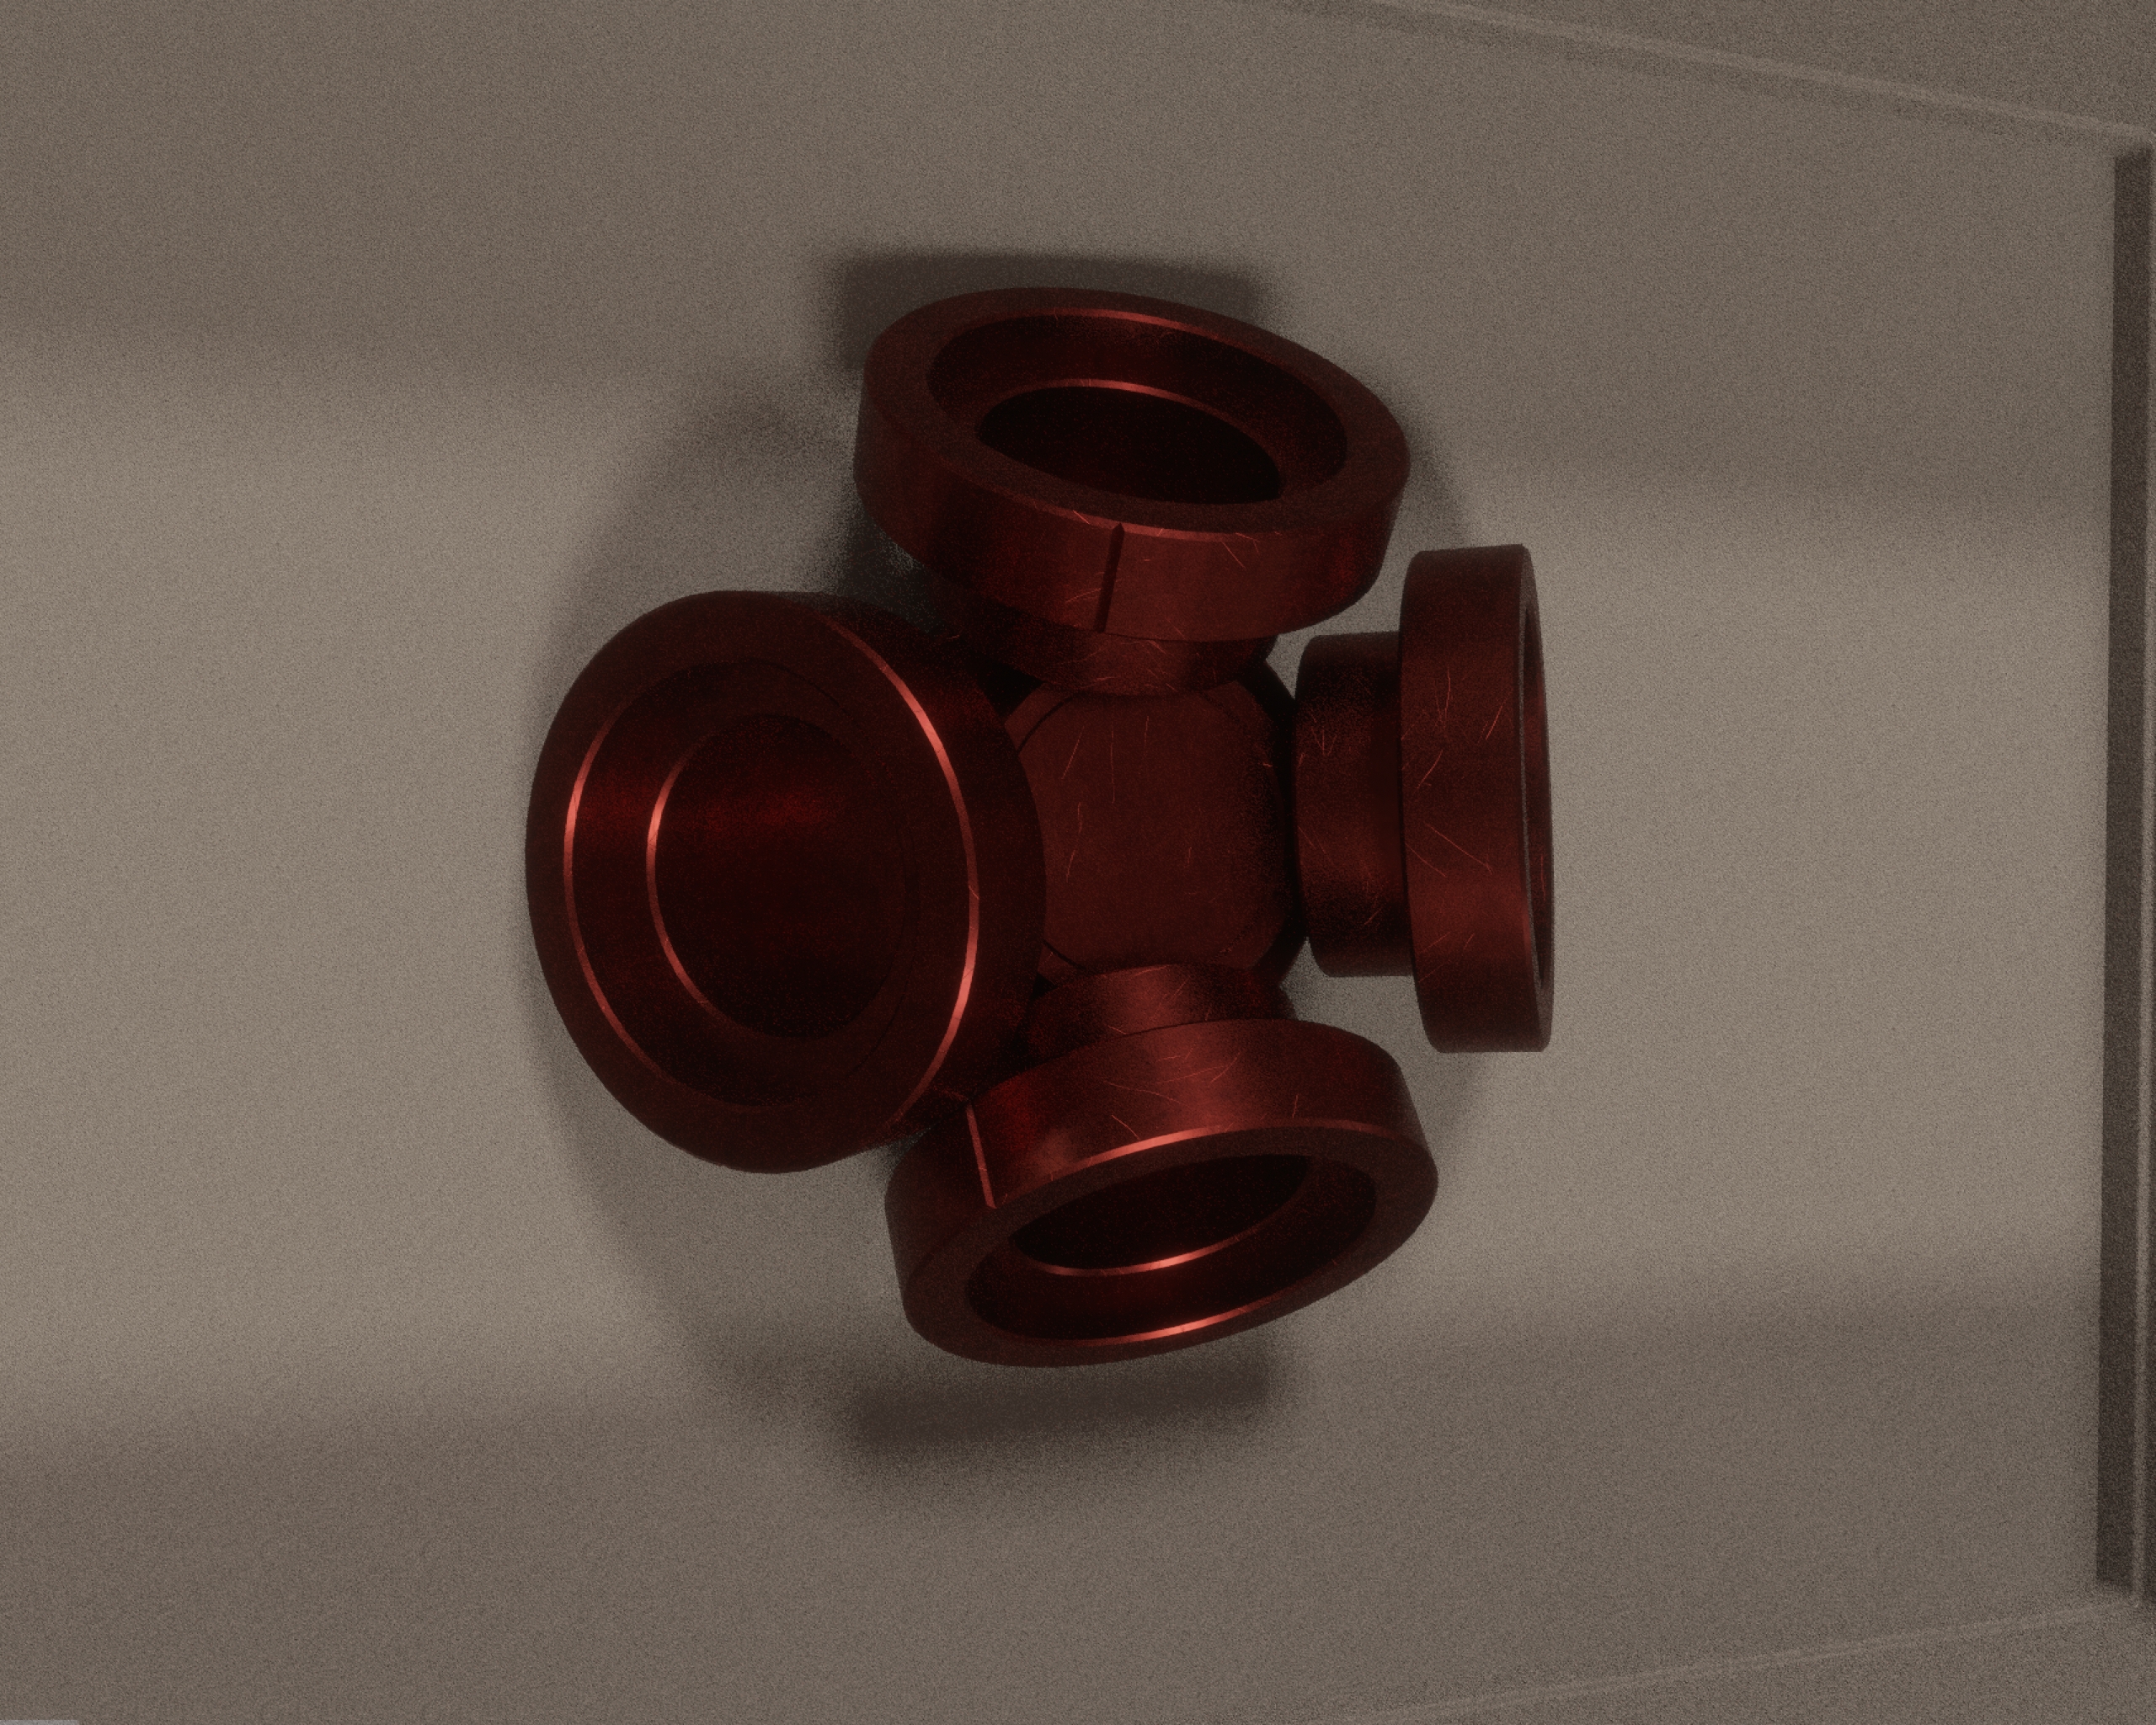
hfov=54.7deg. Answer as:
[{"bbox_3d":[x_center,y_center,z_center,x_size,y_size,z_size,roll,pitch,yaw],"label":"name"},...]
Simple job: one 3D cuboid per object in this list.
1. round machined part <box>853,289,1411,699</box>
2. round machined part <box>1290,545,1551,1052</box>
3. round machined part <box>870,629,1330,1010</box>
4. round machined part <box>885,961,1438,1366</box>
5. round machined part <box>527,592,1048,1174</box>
[{"bbox_3d":[0.008,-0.066,0.384,0.099,0.098,0.042,-4,129,-20],"label":"round machined part"},{"bbox_3d":[0.068,-0.012,0.407,0.042,0.098,0.097,-2,91,16],"label":"round machined part"},{"bbox_3d":[0.005,-0.006,0.402,0.099,0.042,0.097,0,90,-21],"label":"round machined part"},{"bbox_3d":[0.013,0.054,0.385,0.099,0.097,0.042,-1,55,-20],"label":"round machined part"},{"bbox_3d":[-0.046,0.002,0.364,0.042,0.098,0.097,-10,95,-58],"label":"round machined part"}]
